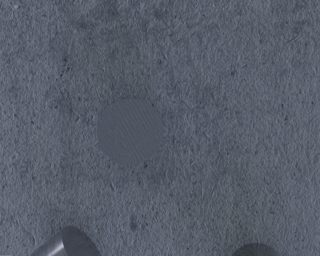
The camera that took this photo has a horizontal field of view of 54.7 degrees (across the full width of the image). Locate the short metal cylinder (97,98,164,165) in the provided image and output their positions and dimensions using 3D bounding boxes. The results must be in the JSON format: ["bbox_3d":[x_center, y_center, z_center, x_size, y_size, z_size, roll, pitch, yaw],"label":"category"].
[{"bbox_3d":[-0.035,0.004,0.397,0.081,0.050,0.080,0,90,0],"label":"short metal cylinder"}]

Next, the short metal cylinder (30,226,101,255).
[{"bbox_3d":[-0.113,0.169,0.382,0.050,0.080,0.080,-39,90,0],"label":"short metal cylinder"}]

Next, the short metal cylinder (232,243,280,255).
[{"bbox_3d":[0.131,0.197,0.398,0.081,0.050,0.080,0,90,0],"label":"short metal cylinder"}]
